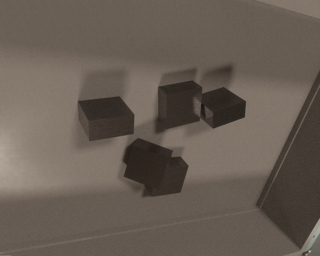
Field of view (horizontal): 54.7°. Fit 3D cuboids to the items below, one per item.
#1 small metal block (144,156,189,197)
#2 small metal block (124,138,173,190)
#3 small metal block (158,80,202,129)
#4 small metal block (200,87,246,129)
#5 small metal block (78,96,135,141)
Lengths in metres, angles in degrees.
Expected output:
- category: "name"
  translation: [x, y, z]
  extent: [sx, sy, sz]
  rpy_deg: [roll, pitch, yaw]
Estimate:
- category: "small metal block"
  translation: [0.009, 0.072, 0.460]
  extent: [0.050, 0.025, 0.050]
  rpy_deg: [-1, 119, -28]
- category: "small metal block"
  translation: [-0.016, 0.048, 0.414]
  extent: [0.050, 0.025, 0.050]
  rpy_deg: [20, 113, 7]
- category: "small metal block"
  translation: [0.026, -0.031, 0.405]
  extent: [0.050, 0.025, 0.050]
  rpy_deg: [-14, 124, -21]
- category: "small metal block"
  translation: [0.080, -0.029, 0.420]
  extent: [0.050, 0.050, 0.025]
  rpy_deg: [-19, 126, -18]
- category: "small metal block"
  translation: [-0.062, -0.012, 0.352]
  extent: [0.050, 0.050, 0.025]
  rpy_deg: [-9, 123, -24]
